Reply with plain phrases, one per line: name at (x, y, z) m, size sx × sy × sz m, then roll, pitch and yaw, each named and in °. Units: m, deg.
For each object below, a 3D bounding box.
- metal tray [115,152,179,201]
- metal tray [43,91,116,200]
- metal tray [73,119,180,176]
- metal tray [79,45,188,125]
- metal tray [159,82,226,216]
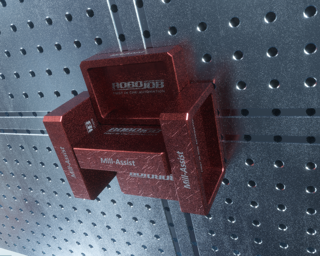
metal tray at (-0.004, 0.057, 0.442) m, size 0.130 × 0.030 × 0.089 m, roll 1°, pitch 119°, yaw 27°
metal tray at (-0.100, 0.023, 0.433) m, size 0.030 × 0.090 × 0.129 m, roll 1°, pitch 119°, yaw 28°
metal tray at (-0.031, 0.017, 0.392) m, size 0.130 × 0.090 × 0.030 m, roll 1°, pitch 119°, yaw 27°
metal tray at (-0.030, -0.050, 0.391) m, size 0.130 × 0.030 × 0.089 m, roll 1°, pitch 119°, yaw 27°
metal tray at (0.043, 0.023, 0.359) m, size 0.030 × 0.090 × 0.129 m, roll 1°, pitch 119°, yaw 28°
